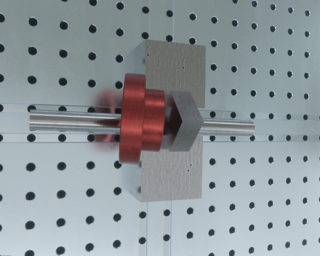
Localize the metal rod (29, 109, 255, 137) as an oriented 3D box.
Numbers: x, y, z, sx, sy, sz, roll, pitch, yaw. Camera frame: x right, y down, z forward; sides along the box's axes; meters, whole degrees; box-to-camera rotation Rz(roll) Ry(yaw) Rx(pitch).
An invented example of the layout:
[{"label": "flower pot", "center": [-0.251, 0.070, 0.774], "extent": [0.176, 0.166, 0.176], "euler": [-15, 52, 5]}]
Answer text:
[{"label": "metal rod", "center": [-0.008, -0.004, 0.409], "extent": [0.302, 0.025, 0.025], "euler": [2, 90, -20]}]

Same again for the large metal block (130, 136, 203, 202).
[{"label": "large metal block", "center": [0.007, 0.049, 0.402], "extent": [0.081, 0.050, 0.080], "euler": [1, 90, -20]}]

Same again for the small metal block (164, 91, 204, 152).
[{"label": "small metal block", "center": [0.023, -0.008, 0.361], "extent": [0.025, 0.050, 0.050], "euler": [1, 46, -20]}]

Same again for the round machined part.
[{"label": "round machined part", "center": [-0.019, -0.009, 0.336], "extent": [0.042, 0.098, 0.097], "euler": [4, 89, -6]}]

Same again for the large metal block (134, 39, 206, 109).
[{"label": "large metal block", "center": [0.011, -0.065, 0.403], "extent": [0.081, 0.050, 0.079], "euler": [1, 90, -20]}]
